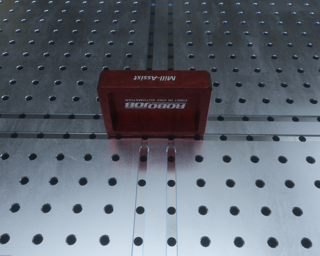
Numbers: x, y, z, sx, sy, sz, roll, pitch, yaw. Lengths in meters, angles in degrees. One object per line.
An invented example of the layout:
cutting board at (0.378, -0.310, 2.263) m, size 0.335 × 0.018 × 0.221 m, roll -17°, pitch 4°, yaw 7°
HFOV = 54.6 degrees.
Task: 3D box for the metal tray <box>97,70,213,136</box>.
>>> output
metal tray at (-0.006, -0.029, 0.389) m, size 0.131 × 0.090 × 0.030 m, roll 0°, pitch 50°, yaw 0°
